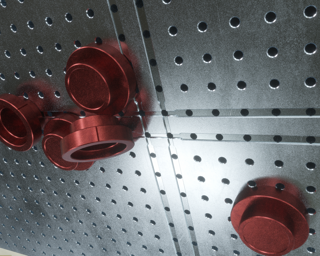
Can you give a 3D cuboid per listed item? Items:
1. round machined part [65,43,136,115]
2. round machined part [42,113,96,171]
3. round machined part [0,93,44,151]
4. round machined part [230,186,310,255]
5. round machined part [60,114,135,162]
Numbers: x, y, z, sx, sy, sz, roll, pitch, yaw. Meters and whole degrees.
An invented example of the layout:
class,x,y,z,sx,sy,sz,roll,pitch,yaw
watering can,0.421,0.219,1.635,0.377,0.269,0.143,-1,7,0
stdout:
class,x,y,z,sx,sy,sz,roll,pitch,yaw
round machined part,-0.084,-0.058,0.407,0.098,0.042,0.097,13,124,20
round machined part,-0.147,0.029,0.493,0.098,0.042,0.097,13,124,20
round machined part,-0.234,-0.013,0.513,0.098,0.042,0.097,13,124,20
round machined part,0.141,0.128,0.405,0.098,0.042,0.097,13,124,20
round machined part,-0.088,0.013,0.429,0.098,0.099,0.042,-27,69,37
